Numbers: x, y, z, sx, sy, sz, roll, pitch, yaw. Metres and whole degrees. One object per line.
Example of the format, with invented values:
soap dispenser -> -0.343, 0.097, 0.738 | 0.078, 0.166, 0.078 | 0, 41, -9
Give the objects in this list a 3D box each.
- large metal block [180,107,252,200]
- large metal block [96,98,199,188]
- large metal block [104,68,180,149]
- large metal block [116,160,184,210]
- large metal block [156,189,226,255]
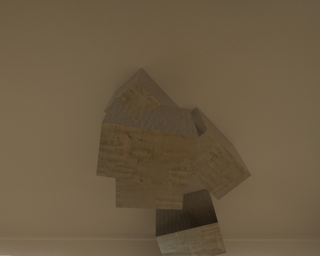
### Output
large metal block -> 0.060, 0.030, 0.392 | 0.050, 0.080, 0.080 | -42, 107, 14
large metal block -> -0.012, 0.010, 0.300 | 0.081, 0.080, 0.050 | 9, 110, -4
large metal block -> -0.015, -0.020, 0.374 | 0.050, 0.080, 0.080 | -41, 105, 13
large metal block -> -0.012, 0.061, 0.404 | 0.081, 0.080, 0.050 | 2, 110, -1
large metal block -> 0.040, 0.136, 0.433 | 0.080, 0.080, 0.050 | -15, 110, 5
